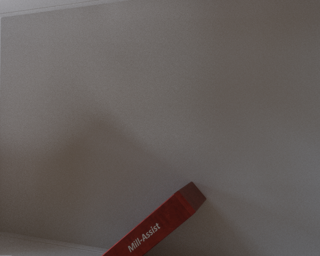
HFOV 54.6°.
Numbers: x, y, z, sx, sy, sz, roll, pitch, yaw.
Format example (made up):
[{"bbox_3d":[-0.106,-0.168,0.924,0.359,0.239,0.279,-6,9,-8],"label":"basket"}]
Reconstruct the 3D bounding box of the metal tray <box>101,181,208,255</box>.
[{"bbox_3d":[-0.004,0.124,0.390,0.130,0.090,0.030,-43,77,12],"label":"metal tray"}]
